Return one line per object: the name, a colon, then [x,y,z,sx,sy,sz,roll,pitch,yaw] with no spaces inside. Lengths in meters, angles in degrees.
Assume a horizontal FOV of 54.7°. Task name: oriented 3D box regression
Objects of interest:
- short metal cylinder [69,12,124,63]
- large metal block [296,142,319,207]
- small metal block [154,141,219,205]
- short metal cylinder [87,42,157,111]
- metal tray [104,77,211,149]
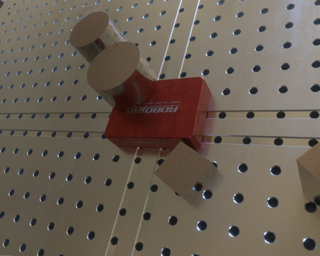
short metal cylinder: [-0.111,-0.157,0.547,0.080,0.050,0.080,-13,56,21]
large metal block: [0.164,0.054,0.254,0.050,0.080,0.080,-38,51,3]
small metal block: [0.030,0.051,0.361,0.050,0.025,0.050,35,81,38]
short metal cylinder: [-0.051,-0.070,0.423,0.080,0.050,0.080,-13,56,21]
metal tray: [-0.004,-0.020,0.420,0.130,0.030,0.090,0,61,28]
